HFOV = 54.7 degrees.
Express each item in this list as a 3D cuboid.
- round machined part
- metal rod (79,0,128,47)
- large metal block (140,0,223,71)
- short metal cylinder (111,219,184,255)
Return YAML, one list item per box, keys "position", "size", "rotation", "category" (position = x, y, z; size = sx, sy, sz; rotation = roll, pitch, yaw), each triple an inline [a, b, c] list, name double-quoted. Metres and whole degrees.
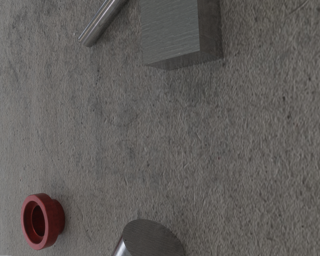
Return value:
- position: [-0.212, 0.168, 0.569]
  size: [0.098, 0.042, 0.097]
  rotation: [0, 90, 40]
  category: "round machined part"
- position: [-0.025, -0.223, 0.425]
  size: [0.299, 0.025, 0.025]
  rotation: [-40, 66, 32]
  category: "metal rod"
- position: [0.025, -0.118, 0.368]
  size: [0.080, 0.050, 0.080]
  rotation: [-5, 87, 40]
  category: "large metal block"
- position: [-0.018, 0.160, 0.384]
  size: [0.080, 0.081, 0.050]
  rotation: [38, 114, 33]
  category: "short metal cylinder"
